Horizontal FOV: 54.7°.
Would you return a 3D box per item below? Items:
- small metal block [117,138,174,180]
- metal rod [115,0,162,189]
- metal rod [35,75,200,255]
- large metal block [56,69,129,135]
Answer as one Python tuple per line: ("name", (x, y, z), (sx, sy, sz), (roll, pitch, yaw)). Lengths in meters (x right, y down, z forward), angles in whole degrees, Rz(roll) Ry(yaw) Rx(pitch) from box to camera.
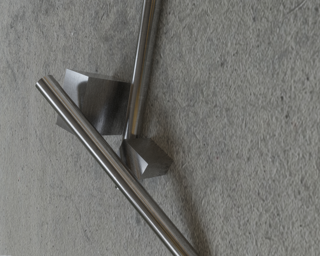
("small metal block", (-0.019, 0.038, 0.403), (0.050, 0.050, 0.025), (43, 116, 31))
("metal rod", (-0.028, -0.060, 0.425), (0.025, 0.025, 0.298), (15, 100, 38))
("metal rod", (-0.050, 0.055, 0.380), (0.300, 0.025, 0.025), (50, 121, 5))
("large metal block", (-0.092, -0.035, 0.443), (0.050, 0.081, 0.079), (24, 105, 37))
